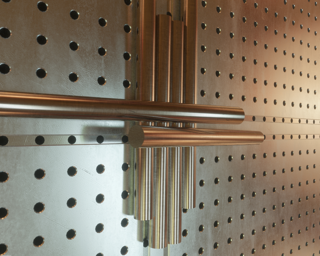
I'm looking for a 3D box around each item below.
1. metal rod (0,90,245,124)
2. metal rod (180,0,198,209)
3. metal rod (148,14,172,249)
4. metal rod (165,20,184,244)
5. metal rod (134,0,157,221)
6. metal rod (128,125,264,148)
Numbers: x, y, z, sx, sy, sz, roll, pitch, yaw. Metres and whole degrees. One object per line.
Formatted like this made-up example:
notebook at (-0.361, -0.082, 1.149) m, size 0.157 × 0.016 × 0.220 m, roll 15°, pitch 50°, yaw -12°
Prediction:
metal rod at (-0.019, -0.020, 0.362) m, size 0.302 × 0.025 × 0.025 m, roll 1°, pitch 90°, yaw -31°
metal rod at (0.040, -0.038, 0.440) m, size 0.025 × 0.025 × 0.298 m, roll 1°, pitch 89°, yaw -40°
metal rod at (0.000, 0.004, 0.407) m, size 0.025 × 0.025 × 0.298 m, roll 2°, pitch 89°, yaw -40°
metal rod at (0.019, 0.005, 0.425) m, size 0.025 × 0.025 × 0.298 m, roll 1°, pitch 89°, yaw -40°
metal rod at (-0.019, -0.036, 0.391) m, size 0.025 × 0.025 × 0.298 m, roll 1°, pitch 89°, yaw -40°
metal rod at (0.075, 0.013, 0.444) m, size 0.302 × 0.025 × 0.025 m, roll 2°, pitch 89°, yaw -48°
